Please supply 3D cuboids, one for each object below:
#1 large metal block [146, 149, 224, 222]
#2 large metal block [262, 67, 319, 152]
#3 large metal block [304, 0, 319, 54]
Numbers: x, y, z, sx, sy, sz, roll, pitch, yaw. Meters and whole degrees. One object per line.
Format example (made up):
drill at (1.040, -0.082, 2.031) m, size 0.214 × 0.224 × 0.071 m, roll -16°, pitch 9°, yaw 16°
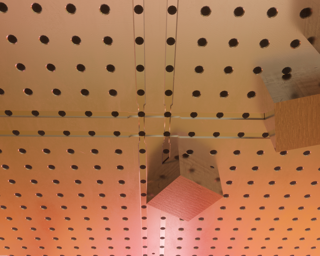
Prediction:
large metal block at (0.036, 0.090, 0.473) m, size 0.080 × 0.050 × 0.080 m, roll 29°, pitch 124°, yaw -23°
large metal block at (0.175, -0.022, 0.379) m, size 0.080 × 0.050 × 0.080 m, roll -12°, pitch 129°, yaw 9°
large metal block at (0.191, -0.122, 0.294) m, size 0.080 × 0.050 × 0.080 m, roll -9°, pitch 130°, yaw 7°
